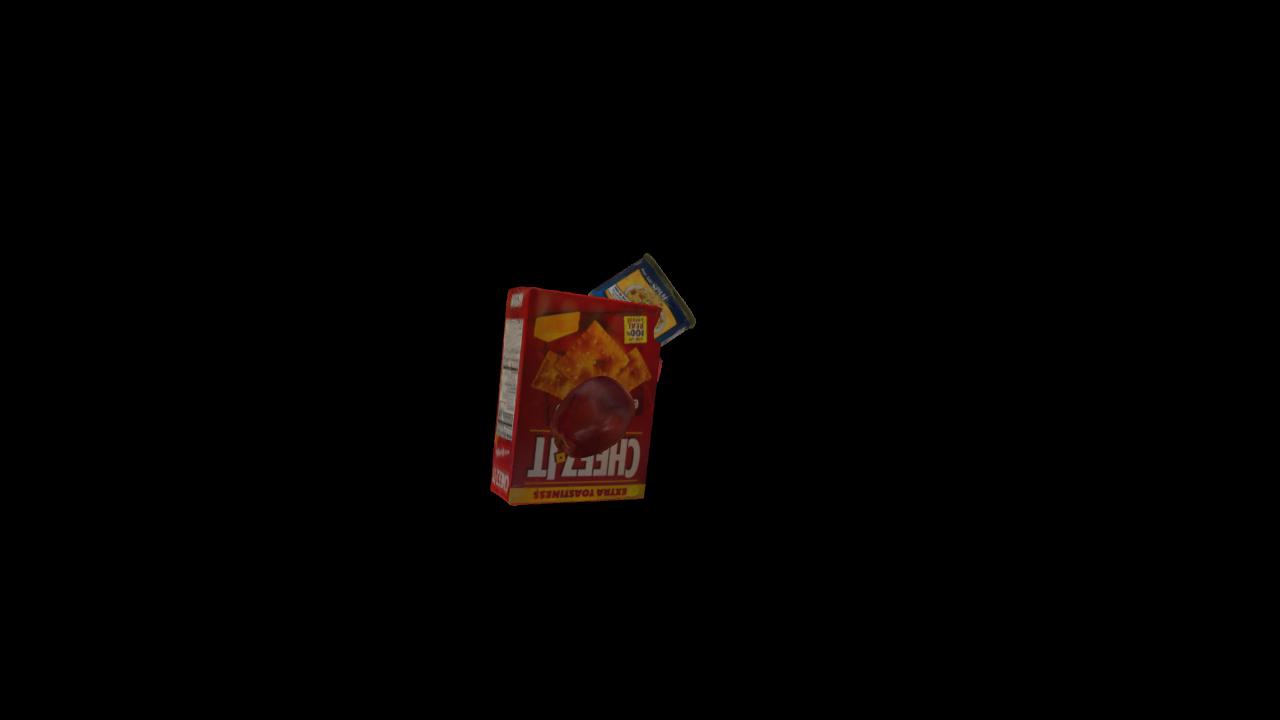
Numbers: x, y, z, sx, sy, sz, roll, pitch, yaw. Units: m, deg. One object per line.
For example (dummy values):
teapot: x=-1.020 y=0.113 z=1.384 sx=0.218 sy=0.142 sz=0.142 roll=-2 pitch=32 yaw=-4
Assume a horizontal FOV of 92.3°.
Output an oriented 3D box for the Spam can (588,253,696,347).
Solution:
Spam can: x=0.001 y=-0.058 z=0.713 sx=0.085 sy=0.101 sz=0.058 roll=-34 pitch=-8 yaw=-6

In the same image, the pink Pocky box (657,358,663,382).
pink Pocky box: x=-0.033 y=-0.017 z=0.755 sx=0.084 sy=0.029 sz=0.155 roll=8 pitch=17 yaw=-17

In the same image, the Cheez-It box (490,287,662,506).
Cheez-It box: x=-0.068 y=0.041 z=0.675 sx=0.166 sy=0.223 sz=0.071 roll=6 pitch=1 yaw=-31

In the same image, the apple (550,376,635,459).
apple: x=-0.048 y=0.059 z=0.638 sx=0.093 sy=0.079 sz=0.079 roll=-32 pitch=18 yaw=-32
